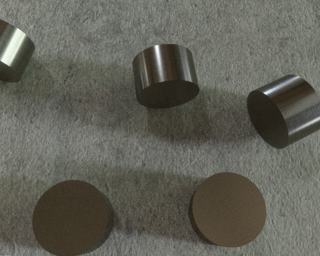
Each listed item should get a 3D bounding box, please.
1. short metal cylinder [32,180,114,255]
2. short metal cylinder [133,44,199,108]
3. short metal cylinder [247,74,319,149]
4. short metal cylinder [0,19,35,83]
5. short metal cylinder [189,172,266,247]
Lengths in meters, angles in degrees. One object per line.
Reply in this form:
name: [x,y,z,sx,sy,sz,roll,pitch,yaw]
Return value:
short metal cylinder: [-0.096,0.104,0.356,0.081,0.050,0.080,0,70,0]
short metal cylinder: [0.007,-0.065,0.403,0.081,0.080,0.050,-7,71,-3]
short metal cylinder: [0.154,-0.020,0.388,0.050,0.080,0.080,-25,72,-9]
short metal cylinder: [-0.217,-0.103,0.414,0.080,0.080,0.050,14,71,5]
short metal cylinder: [0.076,0.096,0.361,0.081,0.050,0.080,0,70,0]
